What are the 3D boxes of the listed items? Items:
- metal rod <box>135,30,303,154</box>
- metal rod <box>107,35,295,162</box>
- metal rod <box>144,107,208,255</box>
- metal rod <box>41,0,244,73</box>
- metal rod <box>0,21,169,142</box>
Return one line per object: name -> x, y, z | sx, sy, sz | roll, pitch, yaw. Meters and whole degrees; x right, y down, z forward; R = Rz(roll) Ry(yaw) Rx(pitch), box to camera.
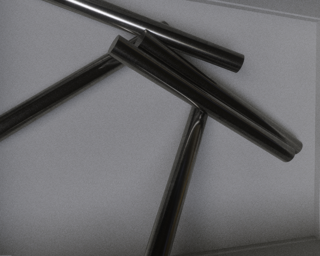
metal rod -> 0.095, -0.036, 0.425 | 0.301, 0.025, 0.025 | 29, 80, -25
metal rod -> 0.070, -0.026, 0.400 | 0.301, 0.025, 0.025 | 28, 81, -24
metal rod -> 0.017, 0.075, 0.350 | 0.025, 0.025, 0.300 | 33, 54, -17
metal rod -> -0.038, -0.129, 0.373 | 0.302, 0.025, 0.025 | 18, 84, -11
metal rod -> -0.109, -0.048, 0.370 | 0.301, 0.025, 0.025 | -35, 102, -17
